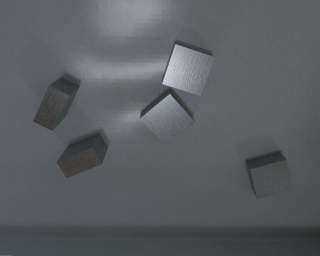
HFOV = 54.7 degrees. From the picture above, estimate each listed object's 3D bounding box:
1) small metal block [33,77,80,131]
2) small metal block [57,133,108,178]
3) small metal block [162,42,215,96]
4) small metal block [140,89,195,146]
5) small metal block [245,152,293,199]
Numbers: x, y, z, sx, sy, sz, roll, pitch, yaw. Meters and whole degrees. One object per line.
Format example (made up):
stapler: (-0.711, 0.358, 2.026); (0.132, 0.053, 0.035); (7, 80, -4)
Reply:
small metal block: (-0.127, -0.031, 0.385); (0.025, 0.050, 0.050); (28, 108, -10)
small metal block: (-0.101, 0.035, 0.410); (0.050, 0.050, 0.025); (-22, 109, 7)
small metal block: (0.034, -0.073, 0.385); (0.050, 0.025, 0.050); (17, 109, -7)
small metal block: (0.010, -0.014, 0.406); (0.050, 0.025, 0.050); (-39, 106, 13)
small metal block: (0.154, 0.067, 0.438); (0.050, 0.025, 0.050); (-16, 110, 5)
